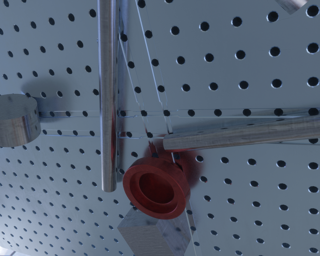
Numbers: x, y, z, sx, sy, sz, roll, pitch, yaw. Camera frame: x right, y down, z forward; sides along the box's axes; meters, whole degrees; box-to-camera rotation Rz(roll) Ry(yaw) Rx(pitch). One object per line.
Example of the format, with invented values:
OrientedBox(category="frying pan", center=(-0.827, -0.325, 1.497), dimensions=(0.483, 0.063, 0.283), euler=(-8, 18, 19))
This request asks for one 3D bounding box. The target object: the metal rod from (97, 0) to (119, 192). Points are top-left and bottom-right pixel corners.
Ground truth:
OrientedBox(category="metal rod", center=(-0.072, -0.025, 0.433), dimensions=(0.025, 0.025, 0.298), euler=(18, 126, 17))

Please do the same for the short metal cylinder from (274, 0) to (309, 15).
OrientedBox(category="short metal cylinder", center=(0.112, -0.134, 0.233), dimensions=(0.050, 0.080, 0.080), euler=(43, 129, -2))

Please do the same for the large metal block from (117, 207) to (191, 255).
OrientedBox(category="large metal block", center=(-0.009, 0.173, 0.507), dimensions=(0.080, 0.050, 0.080), euler=(-17, 110, 34))

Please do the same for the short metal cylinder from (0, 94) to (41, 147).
OrientedBox(category="short metal cylinder", center=(-0.234, -0.013, 0.491), dimensions=(0.080, 0.080, 0.050), euler=(18, 126, 18))

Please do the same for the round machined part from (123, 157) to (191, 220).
OrientedBox(category="round machined part", center=(-0.001, 0.082, 0.452), dimensions=(0.098, 0.042, 0.097), euler=(13, 124, 21))

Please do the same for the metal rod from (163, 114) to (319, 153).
OrientedBox(category="metal rod", center=(0.137, 0.002, 0.339), dimensions=(0.300, 0.025, 0.025), euler=(-9, 114, 32))
